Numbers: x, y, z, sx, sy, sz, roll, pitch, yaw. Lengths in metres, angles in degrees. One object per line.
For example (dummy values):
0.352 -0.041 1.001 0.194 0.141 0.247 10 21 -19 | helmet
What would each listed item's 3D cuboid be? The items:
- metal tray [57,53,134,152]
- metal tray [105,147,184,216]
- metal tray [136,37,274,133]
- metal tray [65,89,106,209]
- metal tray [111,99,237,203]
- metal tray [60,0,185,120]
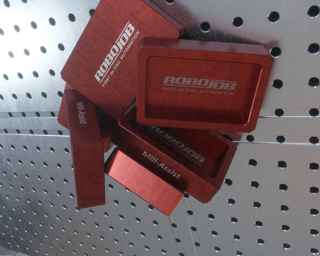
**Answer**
-0.088 -0.036 0.433 0.090 0.030 0.129 33 129 5 | metal tray
-0.013 0.061 0.394 0.090 0.130 0.030 33 90 6 | metal tray
0.042 -0.044 0.328 0.131 0.030 0.089 4 123 0 | metal tray
-0.092 0.019 0.375 0.030 0.130 0.089 -6 125 -17 | metal tray
0.020 0.018 0.369 0.130 0.090 0.030 33 128 6 | metal tray
-0.045 -0.085 0.356 0.090 0.030 0.129 38 115 -2 | metal tray
